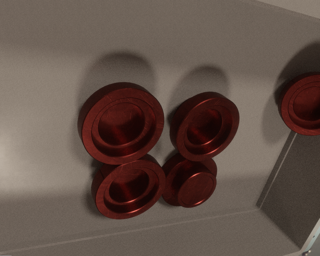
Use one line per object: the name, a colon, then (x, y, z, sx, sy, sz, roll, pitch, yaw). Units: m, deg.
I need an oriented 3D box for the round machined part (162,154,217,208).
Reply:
round machined part: (0.048, 0.084, 0.478, 0.099, 0.042, 0.097, -14, 125, -21)

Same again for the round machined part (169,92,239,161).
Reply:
round machined part: (0.057, -0.006, 0.427, 0.099, 0.042, 0.097, -14, 125, -21)

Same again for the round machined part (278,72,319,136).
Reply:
round machined part: (0.236, -0.040, 0.486, 0.099, 0.042, 0.097, 3, 112, 7)

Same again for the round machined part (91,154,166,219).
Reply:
round machined part: (-0.045, 0.072, 0.419, 0.099, 0.042, 0.097, -14, 125, -21)

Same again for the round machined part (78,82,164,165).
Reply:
round machined part: (-0.048, -0.008, 0.366, 0.099, 0.042, 0.097, -13, 122, -21)
